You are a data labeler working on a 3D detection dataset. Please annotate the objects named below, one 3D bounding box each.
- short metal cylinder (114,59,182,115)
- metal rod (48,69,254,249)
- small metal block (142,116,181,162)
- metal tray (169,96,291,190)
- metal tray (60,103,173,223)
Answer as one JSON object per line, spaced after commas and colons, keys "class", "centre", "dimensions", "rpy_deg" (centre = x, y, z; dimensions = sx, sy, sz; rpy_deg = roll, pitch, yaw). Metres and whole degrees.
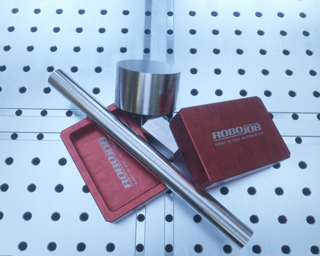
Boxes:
{"class": "short metal cylinder", "centre": [-0.016, -0.054, 0.391], "dimensions": [0.080, 0.080, 0.050], "rpy_deg": [8, 112, 3]}
{"class": "metal rod", "centre": [-0.021, 0.028, 0.366], "dimensions": [0.300, 0.025, 0.025], "rpy_deg": [39, 75, 12]}
{"class": "small metal block", "centre": [0.006, 0.013, 0.389], "dimensions": [0.050, 0.050, 0.025], "rpy_deg": [39, 75, 13]}
{"class": "metal tray", "centre": [0.086, 0.013, 0.374], "dimensions": [0.131, 0.030, 0.090], "rpy_deg": [-11, 68, -30]}
{"class": "metal tray", "centre": [-0.055, 0.040, 0.389], "dimensions": [0.090, 0.030, 0.130], "rpy_deg": [-30, 73, -11]}
